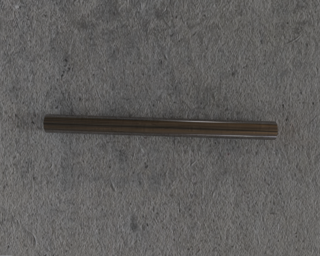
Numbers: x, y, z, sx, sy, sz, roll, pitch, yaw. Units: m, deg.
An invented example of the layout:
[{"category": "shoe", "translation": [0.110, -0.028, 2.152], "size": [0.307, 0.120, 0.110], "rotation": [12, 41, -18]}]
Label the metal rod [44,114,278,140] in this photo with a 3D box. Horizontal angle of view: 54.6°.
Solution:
[{"category": "metal rod", "translation": [0.001, -0.001, 0.411], "size": [0.302, 0.025, 0.025], "rotation": [2, 90, 0]}]
